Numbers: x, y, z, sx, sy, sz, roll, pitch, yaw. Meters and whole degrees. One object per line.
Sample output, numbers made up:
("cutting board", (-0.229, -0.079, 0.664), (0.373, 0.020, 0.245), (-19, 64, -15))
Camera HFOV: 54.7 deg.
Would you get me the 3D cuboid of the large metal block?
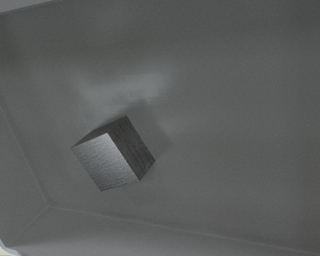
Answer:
("large metal block", (-0.068, 0.039, 0.450), (0.080, 0.050, 0.080), (-21, 107, 35))
